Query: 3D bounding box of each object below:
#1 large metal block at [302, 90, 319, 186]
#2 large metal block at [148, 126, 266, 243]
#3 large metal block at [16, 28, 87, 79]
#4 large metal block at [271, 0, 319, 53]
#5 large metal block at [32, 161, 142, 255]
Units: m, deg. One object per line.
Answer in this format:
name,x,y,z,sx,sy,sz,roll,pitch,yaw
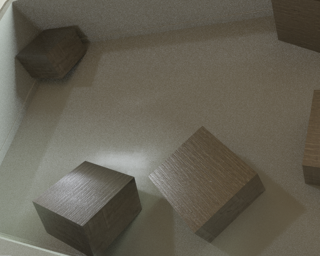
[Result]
large metal block,0.182,0.013,0.286,0.080,0.050,0.080,6,65,31
large metal block,0.049,0.058,0.328,0.080,0.050,0.080,-43,51,-2
large metal block,-0.197,-0.136,0.565,0.080,0.050,0.080,7,51,31
large metal block,0.182,-0.136,0.358,0.080,0.080,0.050,35,82,38
large metal block,-0.081,0.089,0.355,0.080,0.050,0.080,12,35,33
